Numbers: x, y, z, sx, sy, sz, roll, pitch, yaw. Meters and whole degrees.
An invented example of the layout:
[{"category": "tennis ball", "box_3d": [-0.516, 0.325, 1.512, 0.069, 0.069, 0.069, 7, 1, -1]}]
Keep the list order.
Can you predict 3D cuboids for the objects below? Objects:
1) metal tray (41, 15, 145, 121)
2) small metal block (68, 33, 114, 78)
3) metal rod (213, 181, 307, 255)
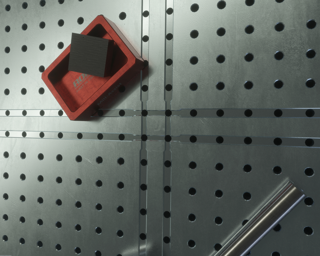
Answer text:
[{"category": "metal tray", "box_3d": [-0.098, -0.082, 0.442, 0.130, 0.030, 0.090, -40, 78, 15]}, {"category": "small metal block", "box_3d": [-0.093, -0.099, 0.420, 0.050, 0.025, 0.050, 12, 105, 6]}, {"category": "metal rod", "box_3d": [0.065, 0.181, 0.389, 0.025, 0.025, 0.299, 43, 103, 14]}]
